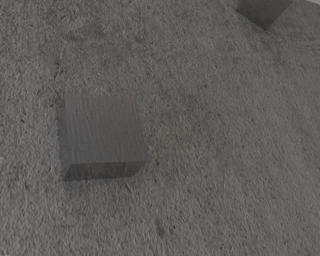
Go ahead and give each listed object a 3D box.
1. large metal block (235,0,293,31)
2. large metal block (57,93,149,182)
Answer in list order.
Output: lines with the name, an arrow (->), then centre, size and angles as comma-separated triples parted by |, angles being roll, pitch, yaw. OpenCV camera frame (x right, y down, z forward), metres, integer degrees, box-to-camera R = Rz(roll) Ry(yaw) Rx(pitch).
large metal block -> 0.219, -0.267, 0.649 | 0.080, 0.080, 0.050 | 30, 52, -9
large metal block -> -0.067, 0.011, 0.345 | 0.081, 0.050, 0.080 | 1, 61, -28
